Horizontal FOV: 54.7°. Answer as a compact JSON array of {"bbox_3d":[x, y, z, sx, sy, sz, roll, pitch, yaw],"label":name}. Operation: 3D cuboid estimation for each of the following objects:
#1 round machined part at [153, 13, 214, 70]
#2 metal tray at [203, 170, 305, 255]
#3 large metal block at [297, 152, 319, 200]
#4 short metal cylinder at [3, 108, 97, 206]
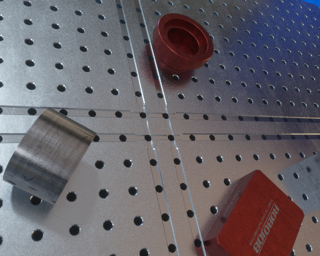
[{"bbox_3d":[0.033,-0.132,0.495,0.099,0.042,0.098,14,56,-21],"label":"round machined part"},{"bbox_3d":[0.124,0.127,0.394,0.090,0.030,0.131,44,51,2],"label":"metal tray"},{"bbox_3d":[0.285,0.073,0.501,0.081,0.050,0.080,-13,69,-33],"label":"large metal block"},{"bbox_3d":[-0.104,0.027,0.300,0.050,0.080,0.080,30,52,-9],"label":"short metal cylinder"}]
